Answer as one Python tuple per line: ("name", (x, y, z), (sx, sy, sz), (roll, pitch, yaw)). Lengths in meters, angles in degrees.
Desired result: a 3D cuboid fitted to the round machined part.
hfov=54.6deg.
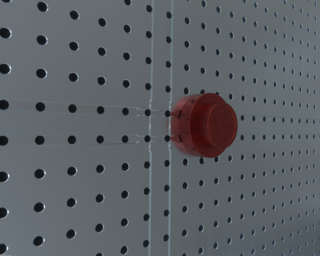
("round machined part", (0.079, -0.004, 0.463), (0.099, 0.042, 0.097), (0, 90, -40))
